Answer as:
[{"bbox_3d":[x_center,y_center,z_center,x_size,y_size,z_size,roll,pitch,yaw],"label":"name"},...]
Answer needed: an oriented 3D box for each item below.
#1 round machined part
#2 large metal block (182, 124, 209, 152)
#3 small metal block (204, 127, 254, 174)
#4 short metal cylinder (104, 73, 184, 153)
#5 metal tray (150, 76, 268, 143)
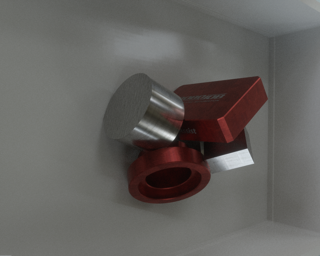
[{"bbox_3d":[0.009,0.051,0.379,0.098,0.098,0.042,26,38,-38],"label":"round machined part"},{"bbox_3d":[0.065,0.012,0.435,0.081,0.050,0.079,-18,107,-39],"label":"large metal block"},{"bbox_3d":[0.080,0.022,0.369,0.025,0.050,0.050,58,25,-33],"label":"small metal block"},{"bbox_3d":[-0.019,-0.015,0.354,0.050,0.080,0.080,29,72,-37],"label":"short metal cylinder"},{"bbox_3d":[0.052,-0.023,0.381,0.090,0.130,0.030,-43,117,-32],"label":"metal tray"}]
